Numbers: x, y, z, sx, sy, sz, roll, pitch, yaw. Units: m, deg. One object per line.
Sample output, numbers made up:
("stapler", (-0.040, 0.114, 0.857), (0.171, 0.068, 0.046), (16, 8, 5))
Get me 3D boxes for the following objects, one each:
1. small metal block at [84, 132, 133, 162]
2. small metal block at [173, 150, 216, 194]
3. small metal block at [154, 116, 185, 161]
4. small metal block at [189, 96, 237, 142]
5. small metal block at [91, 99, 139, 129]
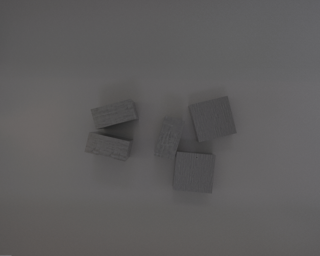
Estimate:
("small metal block", (-0.064, 0.023, 0.398), (0.050, 0.050, 0.025), (13, 90, 0))
("small metal block", (0.044, 0.057, 0.412), (0.050, 0.025, 0.050), (5, 90, 0))
("small metal block", (0.011, 0.012, 0.399), (0.025, 0.050, 0.050), (16, 90, 0))
("small metal block", (0.069, -0.012, 0.412), (0.050, 0.025, 0.050), (-14, 90, 0))
("small metal block", (-0.056, -0.017, 0.398), (0.050, 0.050, 0.025), (-15, 90, 0))
